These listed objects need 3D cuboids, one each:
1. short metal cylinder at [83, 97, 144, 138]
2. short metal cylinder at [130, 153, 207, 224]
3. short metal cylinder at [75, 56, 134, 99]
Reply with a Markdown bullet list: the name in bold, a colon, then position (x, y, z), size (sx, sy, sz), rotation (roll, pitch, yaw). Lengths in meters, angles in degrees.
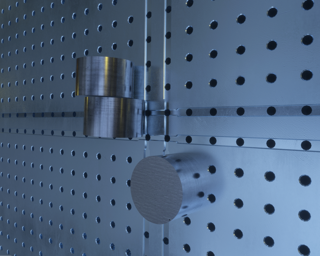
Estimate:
- **short metal cylinder**: position (-0.063, -0.015, 0.423), size (0.080, 0.081, 0.050), rotation (5, 93, 39)
- **short metal cylinder**: position (0.010, 0.073, 0.383), size (0.080, 0.050, 0.079), rotation (0, 90, 39)
- **short metal cylinder**: position (-0.077, -0.068, 0.435), size (0.080, 0.081, 0.050), rotation (4, 92, 39)
